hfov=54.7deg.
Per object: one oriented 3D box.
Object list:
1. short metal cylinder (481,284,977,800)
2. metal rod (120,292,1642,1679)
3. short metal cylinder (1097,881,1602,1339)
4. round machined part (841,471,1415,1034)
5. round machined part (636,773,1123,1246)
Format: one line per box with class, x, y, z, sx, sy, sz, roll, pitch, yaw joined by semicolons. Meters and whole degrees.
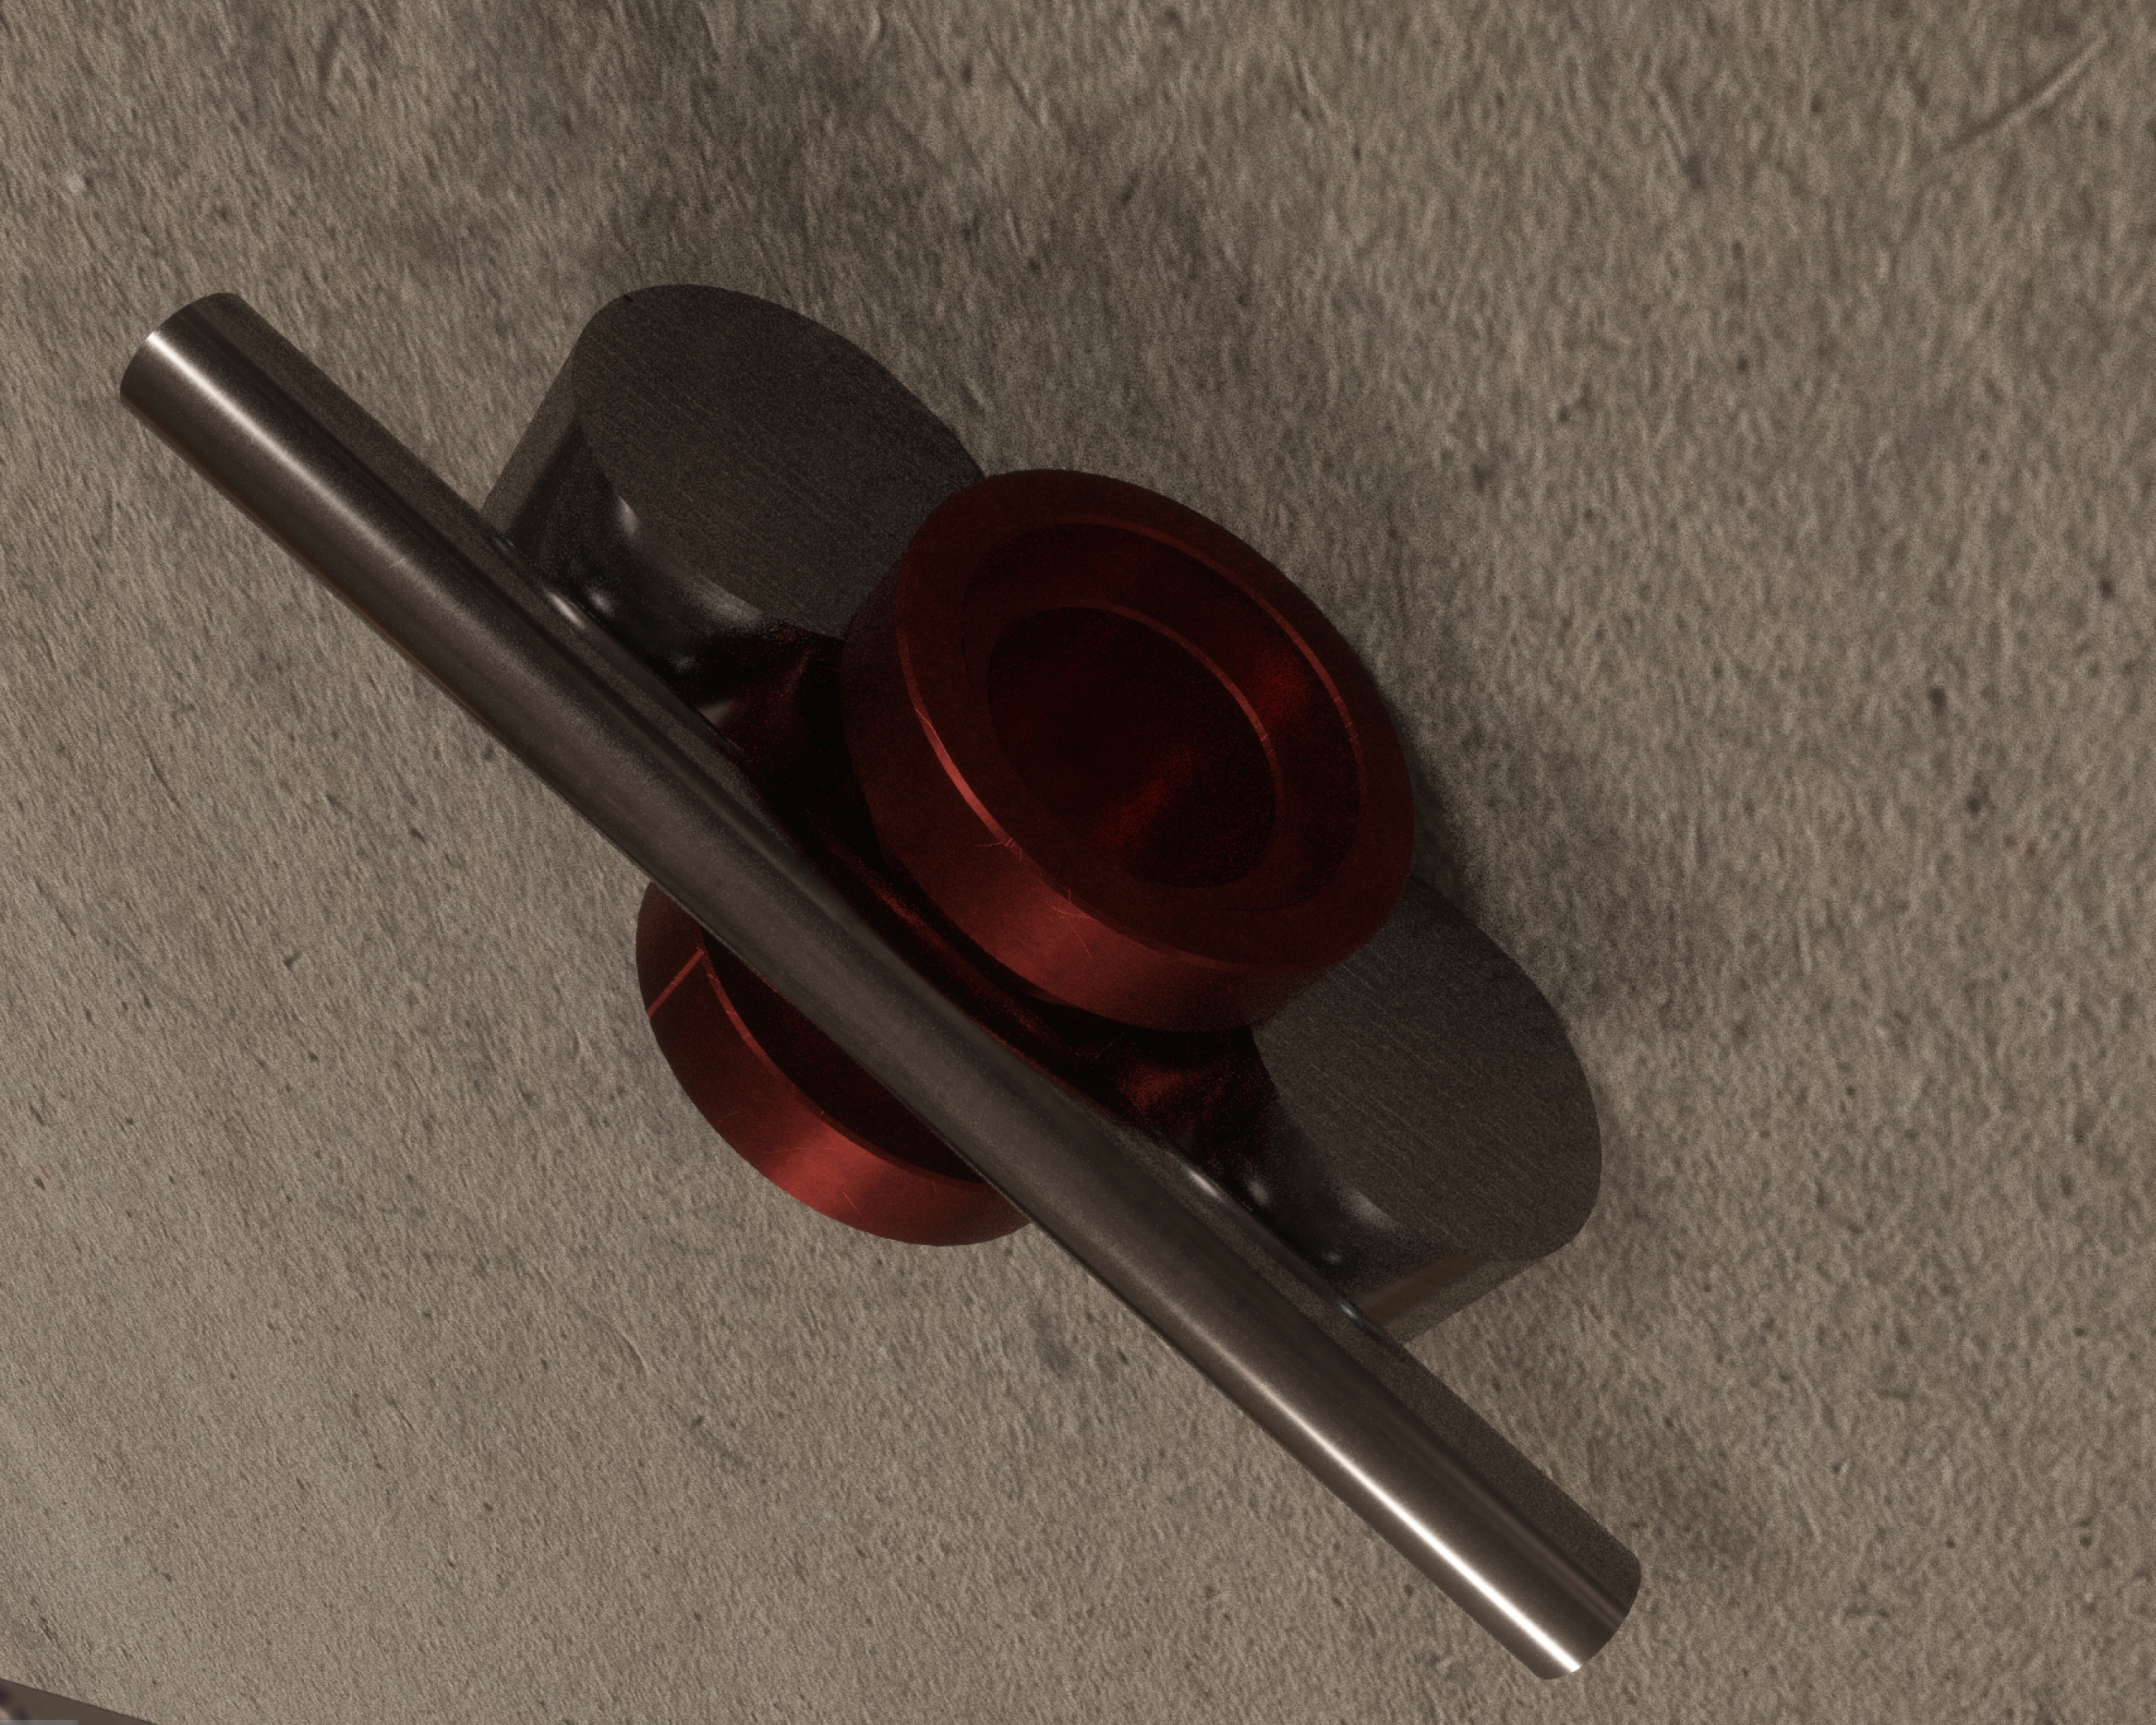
short metal cylinder;-0.061;-0.055;0.369;0.080;0.080;0.050;43;129;-2
metal rod;-0.029;0.021;0.332;0.300;0.025;0.025;42;129;-2
short metal cylinder;0.046;0.046;0.375;0.080;0.080;0.050;43;129;-2
round machined part;0.005;-0.014;0.349;0.098;0.098;0.042;43;133;-2
round machined part;-0.027;0.017;0.383;0.098;0.098;0.042;43;125;-2
